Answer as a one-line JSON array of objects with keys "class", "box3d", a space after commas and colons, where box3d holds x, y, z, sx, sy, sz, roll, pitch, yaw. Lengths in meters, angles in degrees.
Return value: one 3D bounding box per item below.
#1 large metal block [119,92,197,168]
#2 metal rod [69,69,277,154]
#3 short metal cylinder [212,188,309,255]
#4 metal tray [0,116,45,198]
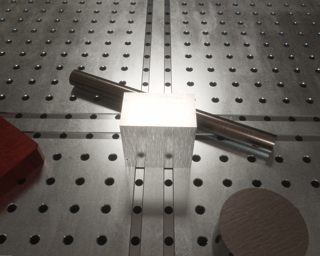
[{"class": "large metal block", "box3d": [-0.001, 0.005, 0.368, 0.081, 0.080, 0.050, 1, 50, 0]}, {"class": "metal rod", "box3d": [0.007, -0.028, 0.431, 0.301, 0.025, 0.025, 20, 53, 15]}, {"class": "short metal cylinder", "box3d": [0.095, 0.106, 0.303, 0.081, 0.050, 0.080, 0, 50, 0]}, {"class": "metal tray", "box3d": [-0.221, 0.027, 0.379, 0.130, 0.030, 0.090, 30, 56, 22]}]
